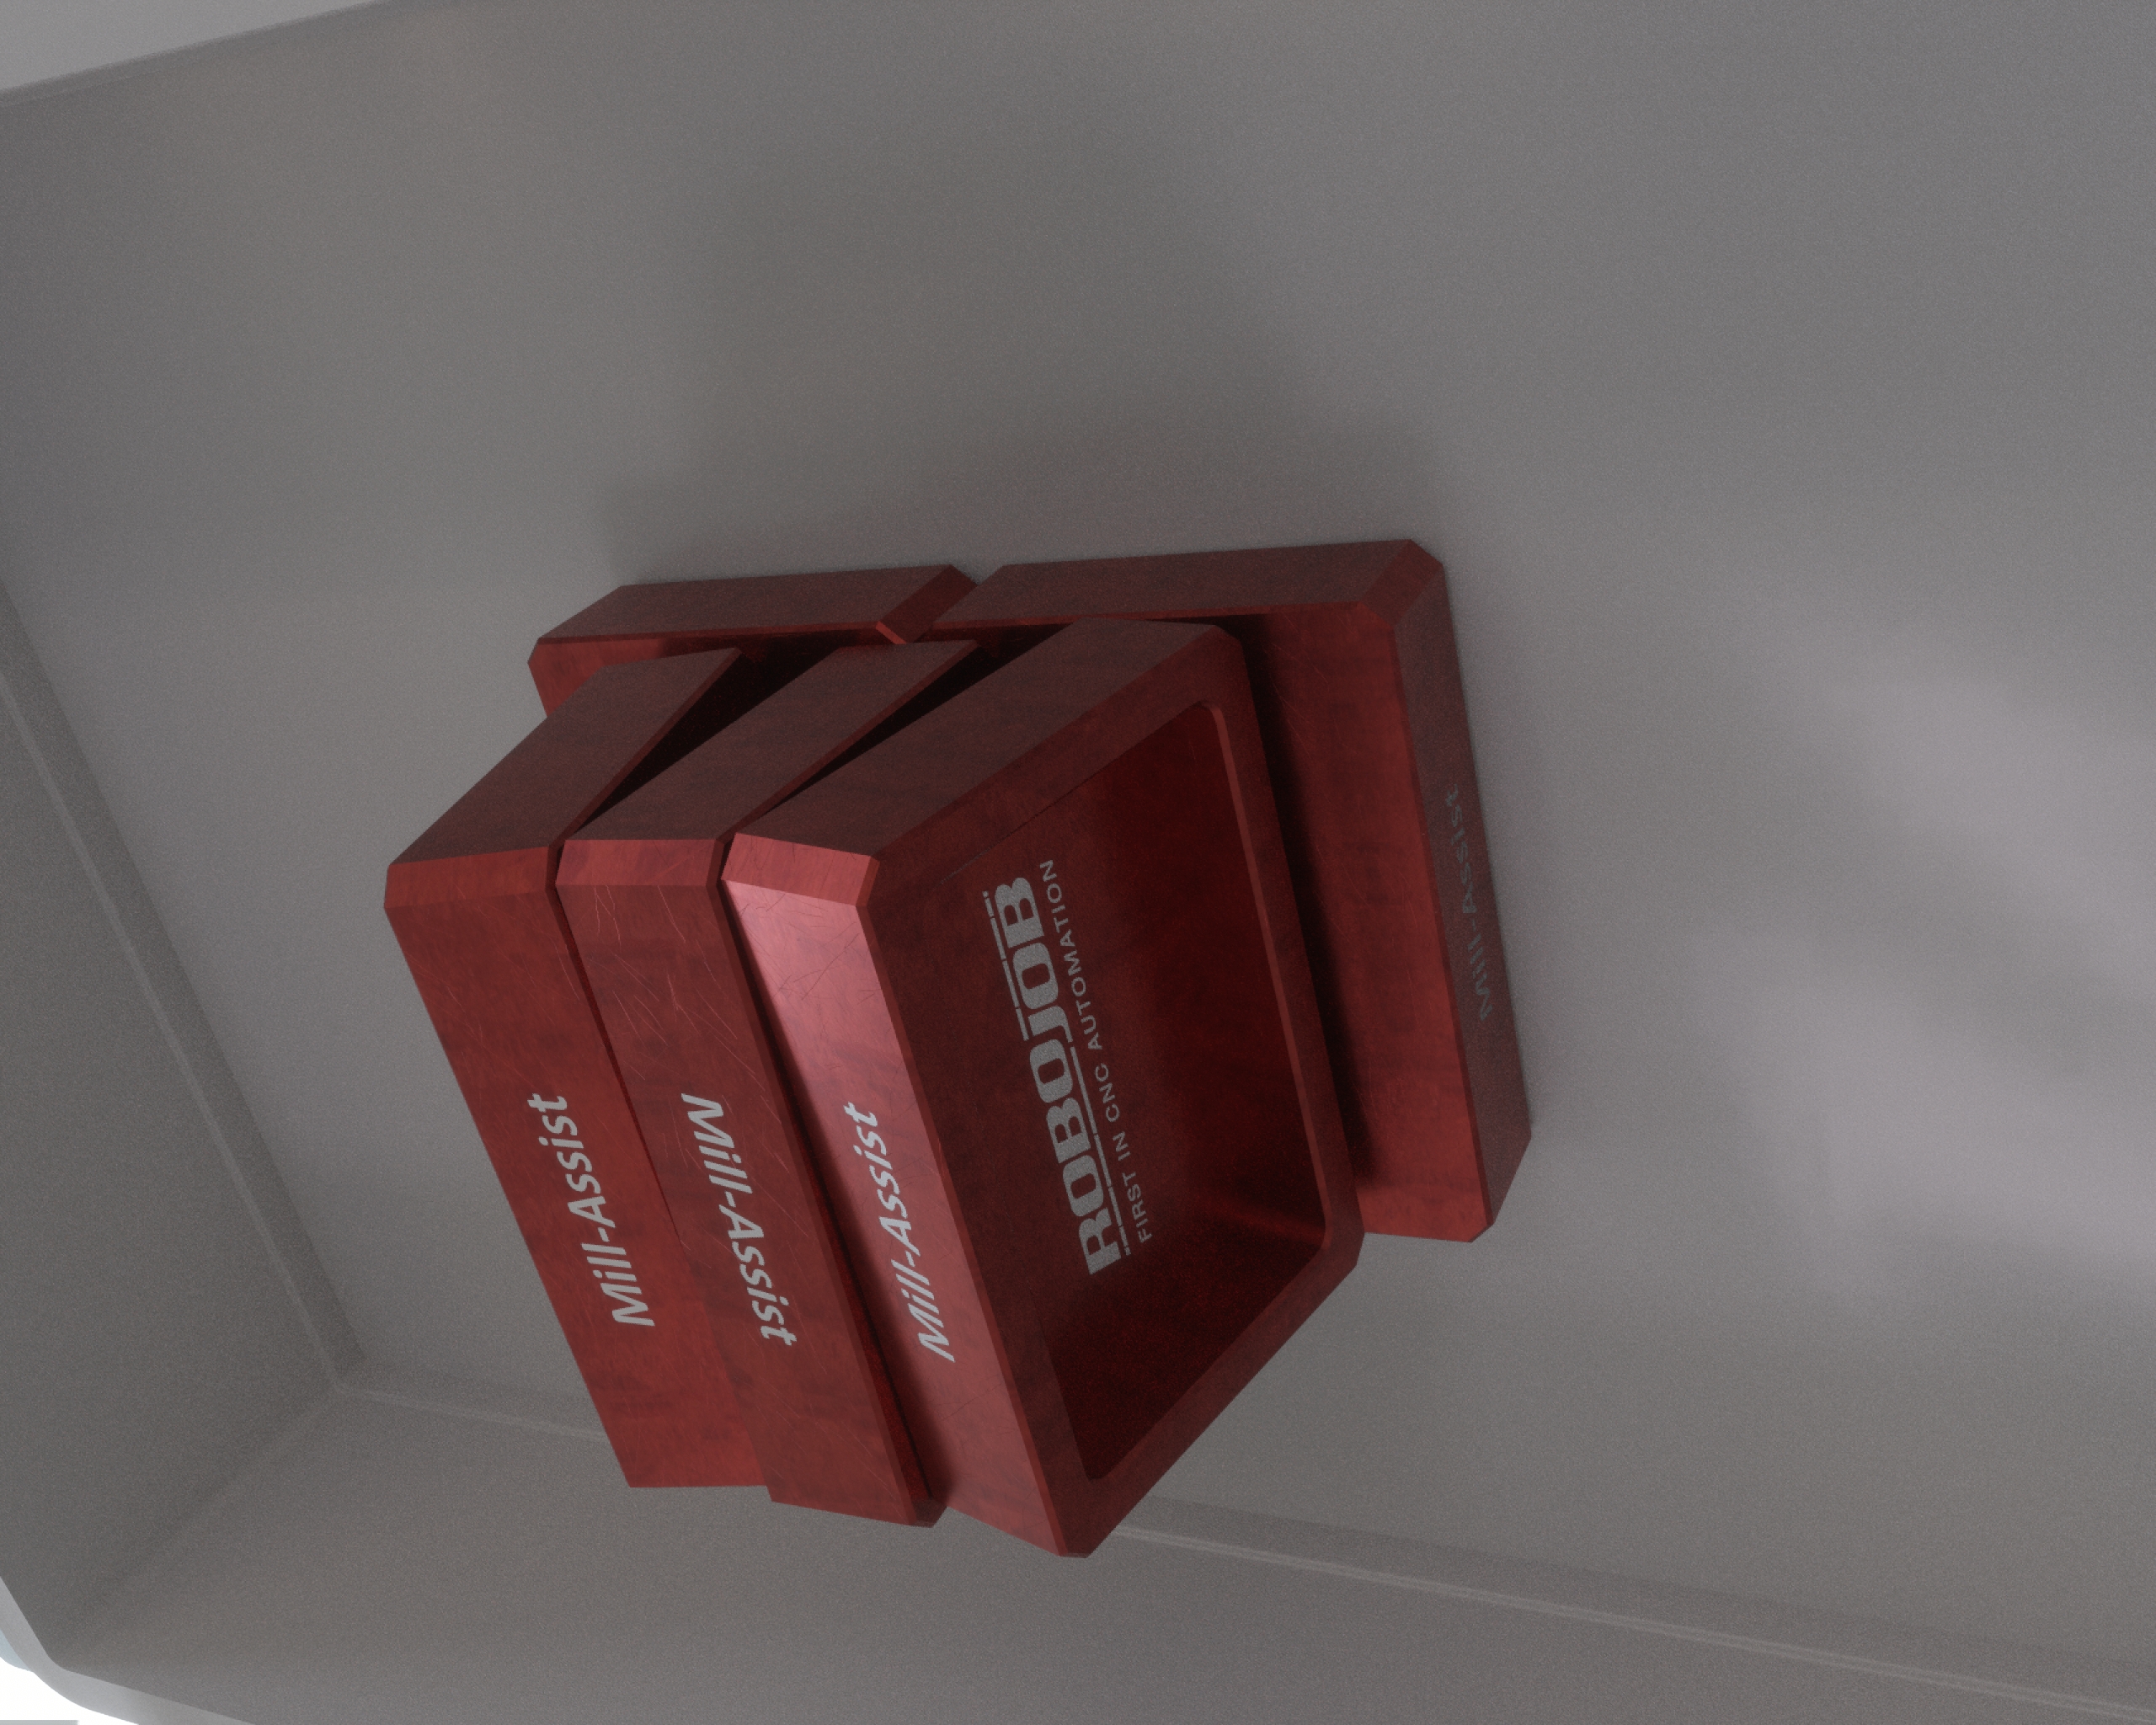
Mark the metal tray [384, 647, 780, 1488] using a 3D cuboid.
[{"bbox_3d":[-0.070,0.037,0.382,0.030,0.090,0.129,-6,116,17],"label":"metal tray"}]

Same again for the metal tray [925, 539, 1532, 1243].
[{"bbox_3d":[0.030,0.008,0.392,0.090,0.030,0.129,0,119,28],"label":"metal tray"}]

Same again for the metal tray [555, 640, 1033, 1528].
[{"bbox_3d":[-0.034,0.037,0.364,0.030,0.090,0.129,0,116,28],"label":"metal tray"}]

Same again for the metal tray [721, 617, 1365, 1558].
[{"bbox_3d":[0.001,0.036,0.344,0.030,0.091,0.129,9,124,40],"label":"metal tray"}]

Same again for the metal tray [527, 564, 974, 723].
[{"bbox_3d":[-0.051,0.006,0.433,0.090,0.030,0.129,0,119,28],"label":"metal tray"}]
